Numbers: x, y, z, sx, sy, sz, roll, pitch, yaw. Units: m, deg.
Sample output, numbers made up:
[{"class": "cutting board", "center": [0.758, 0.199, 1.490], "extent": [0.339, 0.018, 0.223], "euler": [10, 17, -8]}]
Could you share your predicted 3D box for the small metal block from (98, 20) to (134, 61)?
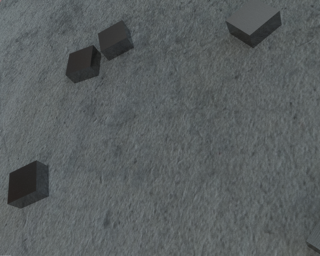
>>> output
[{"class": "small metal block", "center": [-0.077, -0.151, 0.535], "extent": [0.050, 0.025, 0.050], "euler": [-25, 53, 12]}]

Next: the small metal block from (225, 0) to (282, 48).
[{"class": "small metal block", "center": [0.128, -0.145, 0.425], "extent": [0.050, 0.025, 0.050], "euler": [-40, 51, 1]}]

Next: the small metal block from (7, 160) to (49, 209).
[{"class": "small metal block", "center": [-0.191, 0.082, 0.451], "extent": [0.050, 0.025, 0.050], "euler": [-25, 53, 12]}]

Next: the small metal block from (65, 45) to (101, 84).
[{"class": "small metal block", "center": [-0.133, -0.111, 0.539], "extent": [0.050, 0.025, 0.050], "euler": [-14, 56, 20]}]

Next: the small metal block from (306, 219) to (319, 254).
[{"class": "small metal block", "center": [0.162, 0.093, 0.262], "extent": [0.050, 0.025, 0.050], "euler": [30, 78, 37]}]
